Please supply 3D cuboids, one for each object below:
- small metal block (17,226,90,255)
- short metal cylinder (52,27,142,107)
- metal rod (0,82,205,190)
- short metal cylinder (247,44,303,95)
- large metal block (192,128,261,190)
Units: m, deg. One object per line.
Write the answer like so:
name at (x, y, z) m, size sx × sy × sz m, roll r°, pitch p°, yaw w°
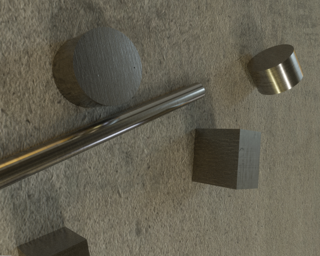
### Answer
small metal block at (-0.104, 0.124, 0.303) m, size 0.050 × 0.050 × 0.025 m, roll -14°, pitch 100°, yaw -39°
short metal cylinder at (-0.067, -0.062, 0.334) m, size 0.081 × 0.050 × 0.079 m, roll 0°, pitch 90°, yaw -40°
metal rod at (-0.052, -0.003, 0.362) m, size 0.302 × 0.025 × 0.025 m, roll -26°, pitch 107°, yaw -37°
short metal cylinder at (0.200, -0.102, 0.540) m, size 0.080 × 0.080 × 0.050 m, roll -50°, pitch 120°, yaw -29°
large metal block at (0.096, 0.043, 0.452) m, size 0.050 × 0.080 × 0.080 m, roll 7°, pitch 86°, yaw -40°
